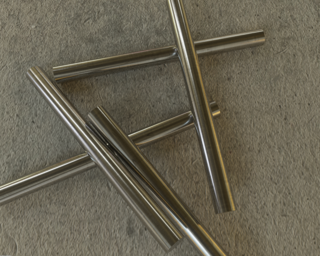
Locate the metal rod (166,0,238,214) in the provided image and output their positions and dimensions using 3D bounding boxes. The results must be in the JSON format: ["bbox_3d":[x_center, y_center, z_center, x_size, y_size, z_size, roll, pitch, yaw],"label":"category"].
[{"bbox_3d":[0.047,-0.044,0.396,0.025,0.025,0.299,-10,70,-4],"label":"metal rod"}]

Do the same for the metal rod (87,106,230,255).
[{"bbox_3d":[0.017,0.092,0.358,0.025,0.025,0.300,-39,81,-13],"label":"metal rod"}]

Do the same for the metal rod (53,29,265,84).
[{"bbox_3d":[0.002,-0.104,0.445,0.302,0.025,0.025,-12,71,-5],"label":"metal rod"}]

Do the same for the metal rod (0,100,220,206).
[{"bbox_3d":[-0.063,0.030,0.396,0.302,0.025,0.025,-22,72,-8],"label":"metal rod"}]

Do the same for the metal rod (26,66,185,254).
[{"bbox_3d":[-0.080,0.020,0.373,0.025,0.025,0.300,-39,65,-13],"label":"metal rod"}]
